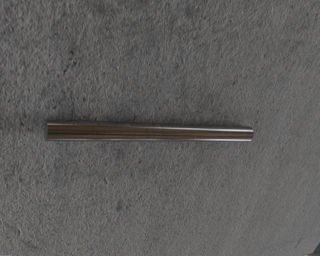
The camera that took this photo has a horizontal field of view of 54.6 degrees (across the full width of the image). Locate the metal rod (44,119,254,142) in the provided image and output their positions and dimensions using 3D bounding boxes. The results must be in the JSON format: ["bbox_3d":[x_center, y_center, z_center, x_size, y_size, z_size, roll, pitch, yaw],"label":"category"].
[{"bbox_3d":[0.006,0.006,0.414,0.302,0.025,0.025,2,118,-29],"label":"metal rod"}]
